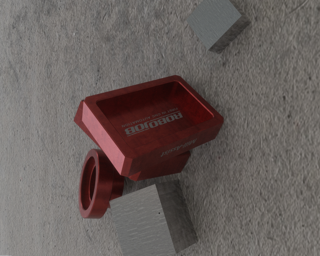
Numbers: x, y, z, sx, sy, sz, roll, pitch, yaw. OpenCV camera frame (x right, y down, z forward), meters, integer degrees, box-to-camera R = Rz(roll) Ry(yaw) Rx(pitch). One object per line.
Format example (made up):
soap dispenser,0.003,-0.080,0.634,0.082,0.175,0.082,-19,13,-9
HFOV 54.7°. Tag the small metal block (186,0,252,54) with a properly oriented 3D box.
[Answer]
small metal block,0.065,-0.121,0.351,0.050,0.025,0.050,-44,64,31

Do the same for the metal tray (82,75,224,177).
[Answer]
metal tray,-0.006,-0.010,0.340,0.090,0.131,0.030,49,141,29

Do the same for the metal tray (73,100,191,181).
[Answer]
metal tray,-0.036,0.010,0.392,0.130,0.091,0.030,39,114,33

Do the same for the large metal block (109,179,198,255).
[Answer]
large metal block,-0.010,0.118,0.393,0.080,0.050,0.080,-26,74,32

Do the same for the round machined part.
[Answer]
round machined part,-0.083,0.081,0.447,0.098,0.042,0.098,-32,53,56
